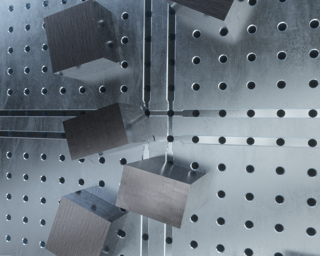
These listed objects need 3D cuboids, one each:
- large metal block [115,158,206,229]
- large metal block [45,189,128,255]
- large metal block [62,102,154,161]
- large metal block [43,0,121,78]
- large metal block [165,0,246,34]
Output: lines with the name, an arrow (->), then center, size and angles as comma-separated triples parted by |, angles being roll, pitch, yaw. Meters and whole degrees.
large metal block -> 0.004, 0.075, 0.382 | 0.080, 0.080, 0.050 | 14, 95, 19
large metal block -> -0.102, 0.144, 0.436 | 0.080, 0.050, 0.080 | 22, 97, 18
large metal block -> -0.065, 0.005, 0.407 | 0.080, 0.080, 0.050 | -17, 84, 19
large metal block -> -0.109, -0.122, 0.438 | 0.080, 0.050, 0.080 | -12, 86, 19
large metal block -> 0.064, -0.174, 0.377 | 0.080, 0.050, 0.080 | 28, 99, 18
